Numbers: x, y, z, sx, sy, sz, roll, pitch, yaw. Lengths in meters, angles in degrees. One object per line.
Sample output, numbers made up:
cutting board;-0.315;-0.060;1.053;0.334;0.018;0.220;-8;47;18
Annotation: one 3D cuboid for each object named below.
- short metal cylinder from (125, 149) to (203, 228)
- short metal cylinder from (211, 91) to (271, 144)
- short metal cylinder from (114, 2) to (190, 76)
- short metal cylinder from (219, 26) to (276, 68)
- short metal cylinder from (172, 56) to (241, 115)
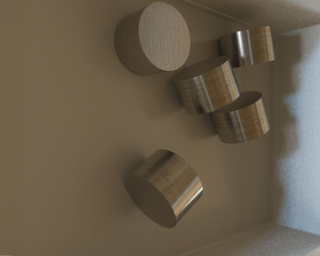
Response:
short metal cylinder;0.004;0.073;0.374;0.050;0.080;0.080;-39;114;-33
short metal cylinder;0.122;-0.017;0.472;0.081;0.080;0.050;-34;111;-35
short metal cylinder;-0.009;-0.107;0.383;0.081;0.050;0.080;0;90;-40
short metal cylinder;0.136;-0.124;0.484;0.081;0.080;0.050;-19;102;-38
short metal cylinder;0.063;-0.059;0.423;0.080;0.080;0.050;-38;113;-34
